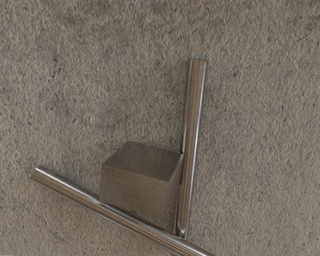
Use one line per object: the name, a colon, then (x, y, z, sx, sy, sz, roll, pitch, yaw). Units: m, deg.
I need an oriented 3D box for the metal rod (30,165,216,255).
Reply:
metal rod: (-0.041, 0.133, 0.440, 0.301, 0.025, 0.025, 28, 108, -4)

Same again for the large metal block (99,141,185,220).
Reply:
large metal block: (-0.020, 0.061, 0.392, 0.080, 0.080, 0.050, 13, 111, 14)

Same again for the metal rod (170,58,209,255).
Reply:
metal rod: (0.037, 0.056, 0.430, 0.025, 0.025, 0.298, 3, 110, -2)
